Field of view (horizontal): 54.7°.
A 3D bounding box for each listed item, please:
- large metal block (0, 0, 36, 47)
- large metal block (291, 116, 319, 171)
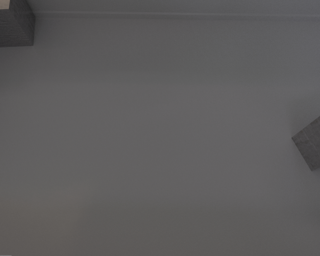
[{"bbox_3d":[-0.233,-0.158,0.437,0.081,0.080,0.050,-3,70,-1],"label":"large metal block"},{"bbox_3d":[0.225,0.007,0.379,0.080,0.080,0.050,-22,72,-8],"label":"large metal block"}]
